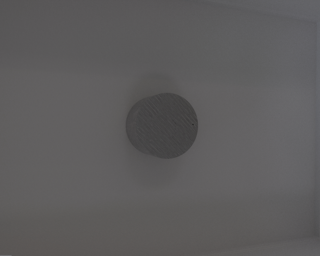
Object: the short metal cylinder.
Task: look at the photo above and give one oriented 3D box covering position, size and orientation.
[{"bbox_3d":[0.001,-0.003,0.397,0.081,0.050,0.080,0,90,-20],"label":"short metal cylinder"}]
